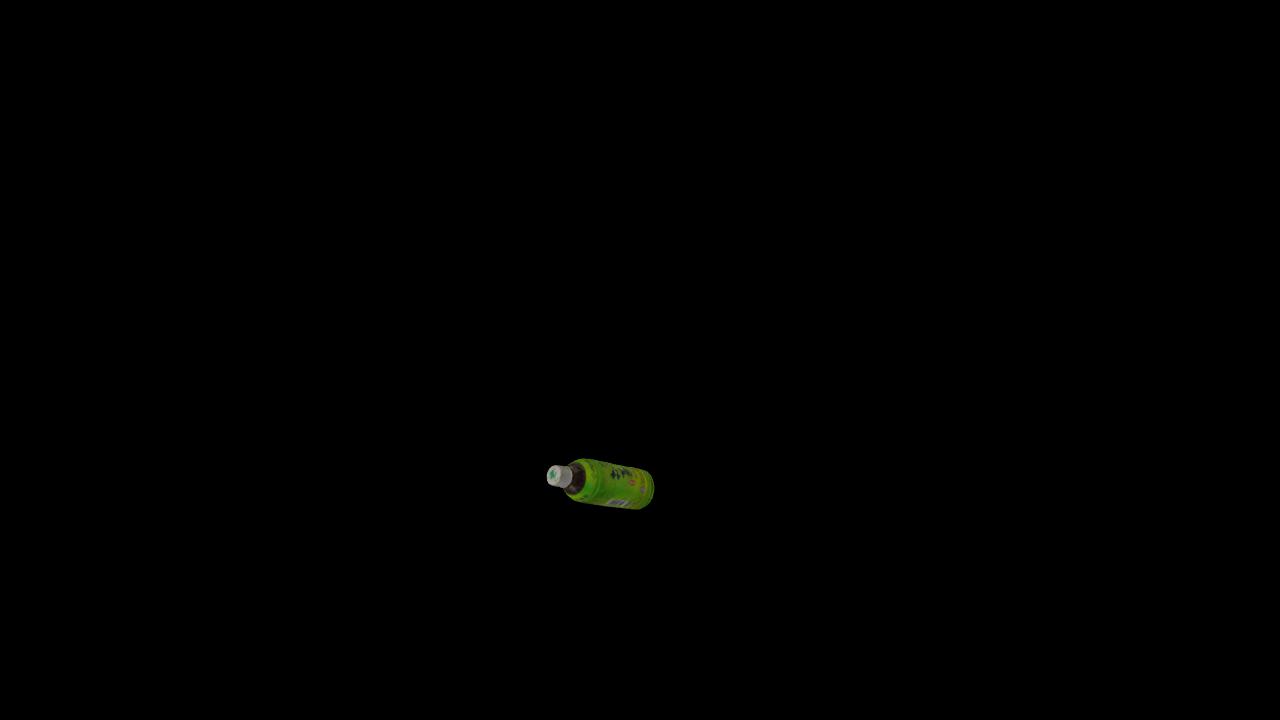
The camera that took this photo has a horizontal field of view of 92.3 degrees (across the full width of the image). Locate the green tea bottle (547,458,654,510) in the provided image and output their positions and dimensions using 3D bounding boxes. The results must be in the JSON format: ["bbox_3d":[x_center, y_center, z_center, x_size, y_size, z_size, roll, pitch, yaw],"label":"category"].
[{"bbox_3d":[-0.063,0.199,0.989,0.073,0.073,0.212,0,-14,38],"label":"green tea bottle"}]
